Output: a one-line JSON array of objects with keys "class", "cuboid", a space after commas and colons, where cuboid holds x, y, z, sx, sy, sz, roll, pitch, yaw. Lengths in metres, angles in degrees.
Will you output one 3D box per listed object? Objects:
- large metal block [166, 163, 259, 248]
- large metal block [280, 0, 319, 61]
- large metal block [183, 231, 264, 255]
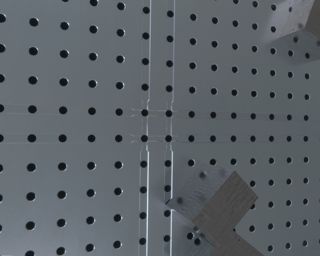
[{"class": "large metal block", "cuboid": [0.066, 0.096, 0.407, 0.080, 0.080, 0.050, -46, 104, -14]}, {"class": "large metal block", "cuboid": [0.251, -0.166, 0.491, 0.080, 0.050, 0.080, 25, 82, -18]}, {"class": "large metal block", "cuboid": [0.086, 0.185, 0.431, 0.080, 0.050, 0.080, 41, 77, -16]}]
